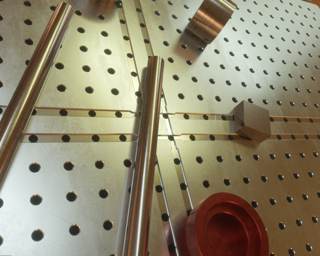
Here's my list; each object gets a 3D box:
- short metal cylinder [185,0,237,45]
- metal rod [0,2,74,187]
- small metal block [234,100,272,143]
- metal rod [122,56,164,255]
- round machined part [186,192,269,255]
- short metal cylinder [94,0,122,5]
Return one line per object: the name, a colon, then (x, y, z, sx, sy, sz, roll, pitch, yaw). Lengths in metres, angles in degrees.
short metal cylinder: (0.088, -0.193, 0.537, 0.050, 0.080, 0.080, 33, 51, -7)
metal rod: (-0.150, -0.043, 0.353, 0.025, 0.025, 0.300, 19, 54, -17)
small metal block: (0.147, -0.010, 0.493, 0.050, 0.025, 0.050, 20, 54, -17)
metal rod: (-0.017, 0.026, 0.383, 0.025, 0.025, 0.300, 17, 55, -18)
round machined part: (0.073, 0.128, 0.358, 0.099, 0.042, 0.098, 14, 56, -21)
short metal cylinder: (-0.087, -0.246, 0.495, 0.081, 0.050, 0.080, 14, 56, -21)
